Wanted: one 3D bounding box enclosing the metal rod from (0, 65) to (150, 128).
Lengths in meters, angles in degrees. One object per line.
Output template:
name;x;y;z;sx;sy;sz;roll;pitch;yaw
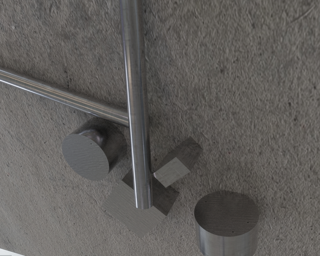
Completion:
metal rod;-0.156;-0.052;0.456;0.301;0.025;0.025;19;126;16

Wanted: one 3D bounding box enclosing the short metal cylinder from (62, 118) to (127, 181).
short metal cylinder;-0.097;0.031;0.461;0.080;0.050;0.079;13;124;21

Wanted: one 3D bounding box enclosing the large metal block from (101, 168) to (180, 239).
large metal block;-0.031;0.110;0.475;0.080;0.050;0.080;39;129;2

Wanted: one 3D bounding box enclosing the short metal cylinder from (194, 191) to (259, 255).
short metal cylinder;0.087;0.128;0.405;0.080;0.080;0.050;7;122;24

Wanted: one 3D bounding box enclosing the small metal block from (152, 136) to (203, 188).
small metal block;0.024;0.044;0.406;0.025;0.050;0.050;46;129;-4

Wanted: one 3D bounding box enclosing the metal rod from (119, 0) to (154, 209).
metal rod;-0.027;-0.037;0.368;0.025;0.025;0.298;7;112;24
